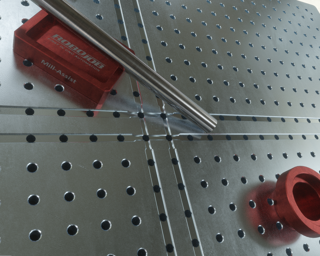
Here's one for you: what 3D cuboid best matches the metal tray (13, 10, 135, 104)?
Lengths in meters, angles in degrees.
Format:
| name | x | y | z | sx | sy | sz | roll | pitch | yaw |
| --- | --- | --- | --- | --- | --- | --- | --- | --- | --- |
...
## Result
| name | x | y | z | sx | sy | sz | roll | pitch | yaw |
| --- | --- | --- | --- | --- | --- | --- | --- | --- | --- |
| metal tray | -0.109 | -0.101 | 0.408 | 0.130 | 0.030 | 0.090 | 32 | 51 | -8 |

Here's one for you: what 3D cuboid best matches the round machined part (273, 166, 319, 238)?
| name | x | y | z | sx | sy | sz | roll | pitch | yaw |
| --- | --- | --- | --- | --- | --- | --- | --- | --- | --- |
| round machined part | 0.204 | 0.108 | 0.444 | 0.099 | 0.042 | 0.098 | 14 | 56 | -21 |

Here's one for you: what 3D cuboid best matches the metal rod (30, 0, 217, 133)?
| name | x | y | z | sx | sy | sz | roll | pitch | yaw |
| --- | --- | --- | --- | --- | --- | --- | --- | --- | --- |
| metal rod | -0.040 | -0.084 | 0.399 | 0.301 | 0.025 | 0.025 | 35 | 50 | -21 |
